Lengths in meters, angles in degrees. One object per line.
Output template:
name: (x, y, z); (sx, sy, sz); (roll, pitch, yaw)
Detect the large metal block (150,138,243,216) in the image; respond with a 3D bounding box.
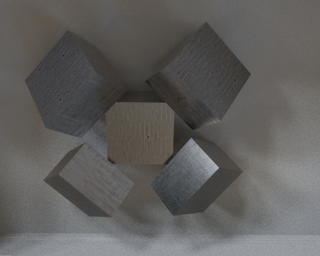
large metal block: (0.048, 0.064, 0.397); (0.080, 0.050, 0.080); (-50, 148, 15)

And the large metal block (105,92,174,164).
large metal block: (-0.024, -0.001, 0.395); (0.081, 0.050, 0.079); (1, 110, -1)

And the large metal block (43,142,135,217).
large metal block: (-0.093, 0.070, 0.399); (0.080, 0.050, 0.080); (44, 148, -15)

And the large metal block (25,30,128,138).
large metal block: (-0.097, -0.049, 0.353); (0.080, 0.080, 0.050); (-44, 148, 14)

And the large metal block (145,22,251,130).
large metal block: (0.045, -0.057, 0.353); (0.080, 0.050, 0.080); (45, 61, -14)
